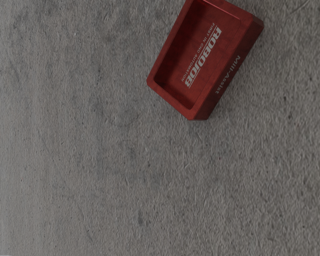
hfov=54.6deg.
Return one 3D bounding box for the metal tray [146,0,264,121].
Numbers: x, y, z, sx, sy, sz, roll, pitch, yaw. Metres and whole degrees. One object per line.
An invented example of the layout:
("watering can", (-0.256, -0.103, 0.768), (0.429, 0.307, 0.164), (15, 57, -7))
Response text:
("metal tray", (0.046, -0.084, 0.363), (0.090, 0.030, 0.129), (43, 116, 31))
